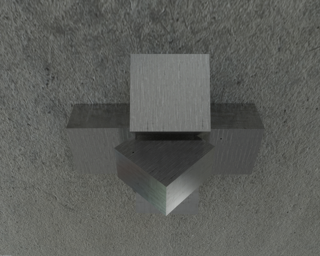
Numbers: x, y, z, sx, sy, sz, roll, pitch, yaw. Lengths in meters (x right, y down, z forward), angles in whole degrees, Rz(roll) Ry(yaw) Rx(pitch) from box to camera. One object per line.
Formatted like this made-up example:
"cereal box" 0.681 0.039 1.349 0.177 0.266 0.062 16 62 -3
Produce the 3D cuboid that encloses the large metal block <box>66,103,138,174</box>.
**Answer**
"large metal block" -0.068 0.014 0.403 0.081 0.050 0.079 0 130 0

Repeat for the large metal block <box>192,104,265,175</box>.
"large metal block" 0.081 0.015 0.403 0.081 0.050 0.079 0 130 -1

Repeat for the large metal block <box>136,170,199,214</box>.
"large metal block" 0.009 0.087 0.439 0.081 0.080 0.050 2 87 -1

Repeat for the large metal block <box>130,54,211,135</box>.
"large metal block" 0.010 -0.034 0.337 0.081 0.080 0.050 0 174 0

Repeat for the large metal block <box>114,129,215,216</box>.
"large metal block" 0.005 0.041 0.364 0.080 0.081 0.050 32 140 32
